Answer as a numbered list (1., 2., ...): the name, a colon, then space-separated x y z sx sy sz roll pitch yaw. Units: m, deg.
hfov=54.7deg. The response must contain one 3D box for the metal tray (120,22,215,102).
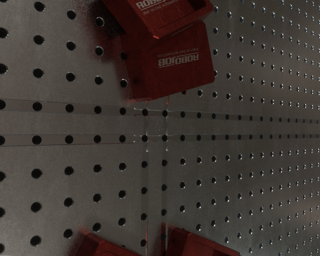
1. metal tray: 0.016 -0.094 0.421 0.131 0.030 0.089 -21 103 -38

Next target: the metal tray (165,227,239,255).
1. metal tray: 0.059 0.211 0.458 0.130 0.030 0.090 34 69 -35

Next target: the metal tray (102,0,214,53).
1. metal tray: 0.000 -0.156 0.379 0.090 0.030 0.131 53 51 -3

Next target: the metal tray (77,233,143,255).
1. metal tray: -0.070 0.198 0.348 0.090 0.030 0.130 39 66 -33
